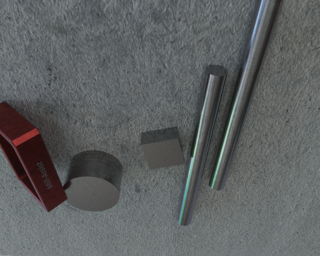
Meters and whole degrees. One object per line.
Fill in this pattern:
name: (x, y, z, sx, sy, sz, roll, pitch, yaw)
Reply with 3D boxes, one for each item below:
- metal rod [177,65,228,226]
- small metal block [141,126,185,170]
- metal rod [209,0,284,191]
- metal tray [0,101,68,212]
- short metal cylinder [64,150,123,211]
metal rod: (0.054, 0.048, 0.448, 0.025, 0.025, 0.298, 3, 130, -3)
small metal block: (0.005, 0.028, 0.431, 0.050, 0.025, 0.050, -10, 130, 8)
metal rod: (0.099, -0.026, 0.385, 0.025, 0.025, 0.298, 3, 130, -3)
metal tray: (-0.171, 0.039, 0.399, 0.090, 0.030, 0.129, 30, 141, 34)
short metal cylinder: (-0.098, 0.079, 0.457, 0.081, 0.050, 0.079, 0, 130, 0)
